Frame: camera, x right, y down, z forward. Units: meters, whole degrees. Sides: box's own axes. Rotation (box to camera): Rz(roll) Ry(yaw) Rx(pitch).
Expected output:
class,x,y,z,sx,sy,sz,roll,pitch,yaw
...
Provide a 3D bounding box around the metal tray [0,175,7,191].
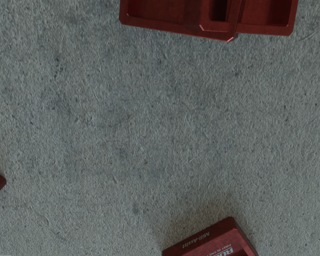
class,x,y,z,sx,sy,sz,roll,pitch,yaw
metal tray,-0.297,0.094,0.438,0.130,0.030,0.090,-42,105,14

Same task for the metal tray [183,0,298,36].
class,x,y,z,sx,sy,sz,roll,pitch,yaw
metal tray,0.090,-0.145,0.321,0.131,0.030,0.089,-6,110,-28

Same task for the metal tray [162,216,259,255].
class,x,y,z,sx,sy,sz,roll,pitch,yaw
metal tray,0.079,0.205,0.483,0.130,0.030,0.090,-31,107,10

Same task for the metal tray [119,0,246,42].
class,x,y,z,sx,sy,sz,roll,pitch,yaw
metal tray,0.024,-0.147,0.328,0.130,0.030,0.089,15,111,18
